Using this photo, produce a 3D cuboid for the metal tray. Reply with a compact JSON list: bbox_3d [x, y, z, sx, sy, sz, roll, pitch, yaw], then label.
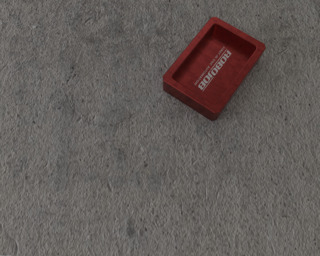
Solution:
[{"bbox_3d":[0.076,-0.086,0.437,0.090,0.030,0.130,34,73,11],"label":"metal tray"}]
